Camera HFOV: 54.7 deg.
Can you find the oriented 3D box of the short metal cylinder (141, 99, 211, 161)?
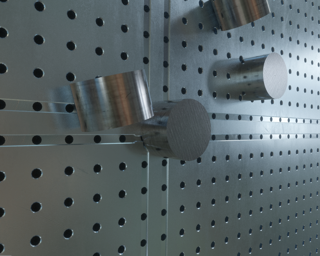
[{"bbox_3d":[0.022,0.002,0.414,0.081,0.050,0.079,-1,91,-40],"label":"short metal cylinder"}]

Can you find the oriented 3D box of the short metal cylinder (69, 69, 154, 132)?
[{"bbox_3d":[-0.050,-0.031,0.333,0.081,0.080,0.050,-20,103,-39],"label":"short metal cylinder"}]

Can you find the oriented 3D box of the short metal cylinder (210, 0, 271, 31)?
[{"bbox_3d":[0.125,-0.191,0.480,0.080,0.080,0.050,-38,114,-34],"label":"short metal cylinder"}]

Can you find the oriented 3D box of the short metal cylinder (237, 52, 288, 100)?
[{"bbox_3d":[0.182,-0.090,0.549,0.081,0.050,0.079,0,90,-40],"label":"short metal cylinder"}]
